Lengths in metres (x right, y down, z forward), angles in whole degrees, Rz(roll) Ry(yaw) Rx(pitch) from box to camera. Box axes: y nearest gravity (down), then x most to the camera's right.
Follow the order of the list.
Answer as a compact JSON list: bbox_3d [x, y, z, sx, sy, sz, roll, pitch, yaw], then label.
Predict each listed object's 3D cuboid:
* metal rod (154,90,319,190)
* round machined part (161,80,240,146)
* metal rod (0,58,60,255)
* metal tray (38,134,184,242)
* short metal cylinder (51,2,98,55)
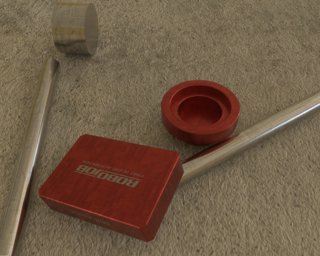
[{"bbox_3d":[0.125,0.007,0.398,0.302,0.025,0.025,-25,55,-20],"label":"metal rod"},{"bbox_3d":[0.051,-0.016,0.404,0.099,0.042,0.098,-1,48,1],"label":"round machined part"},{"bbox_3d":[-0.159,0.015,0.388,0.025,0.025,0.300,-3,50,-3],"label":"metal rod"},{"bbox_3d":[-0.051,0.057,0.333,0.130,0.030,0.090,10,49,25],"label":"metal tray"},{"bbox_3d":[-0.135,-0.161,0.502,0.050,0.080,0.080,4,50,3],"label":"short metal cylinder"}]
